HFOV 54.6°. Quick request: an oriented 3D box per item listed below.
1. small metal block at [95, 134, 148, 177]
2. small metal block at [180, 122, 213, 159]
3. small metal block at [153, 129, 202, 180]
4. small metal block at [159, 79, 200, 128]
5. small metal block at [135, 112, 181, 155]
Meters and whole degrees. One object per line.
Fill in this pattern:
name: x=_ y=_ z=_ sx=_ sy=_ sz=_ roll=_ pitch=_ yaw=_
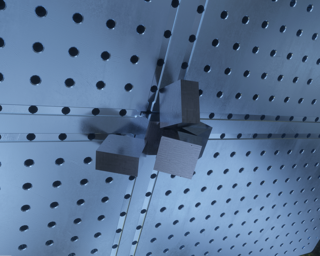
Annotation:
small metal block: x=-0.045 y=0.032 z=0.376 sx=0.050 sy=0.050 sz=0.025 roll=9 pitch=113 yaw=6
small metal block: x=0.045 y=0.021 z=0.434 sx=0.050 sy=0.025 sz=0.050 roll=-22 pitch=134 yaw=-55
small metal block: x=0.023 y=0.032 z=0.395 sx=0.050 sy=0.025 sz=0.050 roll=14 pitch=115 yaw=1
small metal block: x=0.023 y=-0.027 z=0.377 sx=0.025 sy=0.050 sz=0.050 roll=3 pitch=81 yaw=-29
small metal block: x=-0.003 y=0.009 z=0.414 sx=0.050 sy=0.025 sz=0.050 roll=2 pitch=117 yaw=-29
